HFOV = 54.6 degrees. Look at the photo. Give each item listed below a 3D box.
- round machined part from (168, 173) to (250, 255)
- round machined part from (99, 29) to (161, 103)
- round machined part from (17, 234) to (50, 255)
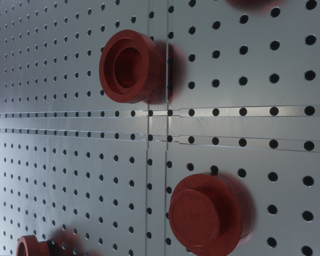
[{"bbox_3d":[0.049,0.102,0.359,0.098,0.042,0.097,0,90,40],"label":"round machined part"},{"bbox_3d":[-0.037,-0.082,0.430,0.098,0.042,0.097,0,90,40],"label":"round machined part"},{"bbox_3d":[-0.241,0.254,0.590,0.098,0.042,0.098,-9,79,53],"label":"round machined part"}]
